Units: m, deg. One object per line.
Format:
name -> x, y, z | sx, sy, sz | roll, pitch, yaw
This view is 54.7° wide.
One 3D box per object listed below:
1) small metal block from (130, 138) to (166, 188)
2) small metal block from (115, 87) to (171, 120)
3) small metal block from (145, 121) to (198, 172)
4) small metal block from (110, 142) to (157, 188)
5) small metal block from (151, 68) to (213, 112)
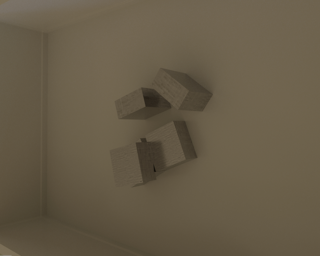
small metal block -> -0.025, 0.048, 0.428 | 0.050, 0.025, 0.050 | -38, 67, 33
small metal block -> -0.022, -0.031, 0.409 | 0.050, 0.050, 0.025 | -21, 77, 38
small metal block -> 0.014, 0.023, 0.396 | 0.050, 0.025, 0.050 | -28, 73, 36
small metal block -> -0.036, 0.048, 0.404 | 0.050, 0.025, 0.050 | -18, 79, 38
small metal block -> 0.026, -0.045, 0.369 | 0.050, 0.050, 0.025 | 44, 117, 31
